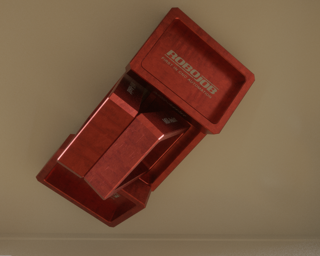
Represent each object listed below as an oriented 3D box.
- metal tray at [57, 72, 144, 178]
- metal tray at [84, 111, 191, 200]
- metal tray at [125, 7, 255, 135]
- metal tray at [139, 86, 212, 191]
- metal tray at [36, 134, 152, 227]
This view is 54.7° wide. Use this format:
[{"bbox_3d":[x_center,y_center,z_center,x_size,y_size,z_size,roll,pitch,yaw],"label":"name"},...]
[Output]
[{"bbox_3d":[-0.060,-0.012,0.347,0.030,0.130,0.090,39,106,-13],"label":"metal tray"},{"bbox_3d":[-0.018,0.024,0.349,0.030,0.130,0.090,45,105,9],"label":"metal tray"},{"bbox_3d":[0.037,-0.064,0.365,0.130,0.030,0.090,37,80,-13],"label":"metal tray"},{"bbox_3d":[-0.006,0.012,0.411,0.090,0.030,0.130,37,105,-13],"label":"metal tray"},{"bbox_3d":[-0.089,0.075,0.415,0.130,0.030,0.090,38,130,-14],"label":"metal tray"}]
